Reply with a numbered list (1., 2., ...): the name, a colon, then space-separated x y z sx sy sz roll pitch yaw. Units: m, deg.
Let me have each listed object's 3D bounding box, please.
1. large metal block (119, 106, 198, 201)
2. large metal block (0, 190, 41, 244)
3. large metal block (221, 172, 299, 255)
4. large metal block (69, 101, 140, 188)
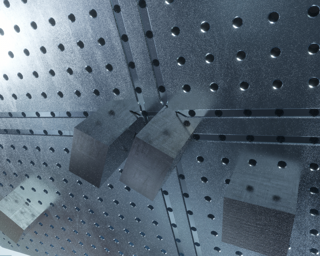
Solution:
1. large metal block: -0.001 0.031 0.396 0.050 0.080 0.079 30 128 9
2. large metal block: -0.323 0.199 0.690 0.080 0.050 0.080 40 129 1
3. large metal block: 0.126 0.112 0.398 0.080 0.050 0.080 10 123 23
4. large metal block: -0.077 0.021 0.430 0.050 0.080 0.079 28 128 11
